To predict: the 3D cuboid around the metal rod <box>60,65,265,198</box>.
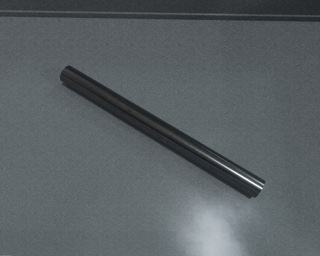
[{"bbox_3d":[-0.004,0.000,0.407,0.301,0.025,0.025,31,73,10],"label":"metal rod"}]
